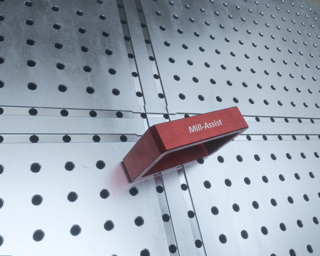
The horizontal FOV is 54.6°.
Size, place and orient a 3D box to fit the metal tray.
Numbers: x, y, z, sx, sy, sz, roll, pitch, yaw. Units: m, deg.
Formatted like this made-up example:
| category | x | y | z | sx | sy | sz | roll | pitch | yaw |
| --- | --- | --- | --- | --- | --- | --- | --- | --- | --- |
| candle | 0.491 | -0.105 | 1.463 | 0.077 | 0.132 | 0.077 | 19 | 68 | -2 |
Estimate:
| category | x | y | z | sx | sy | sz | roll | pitch | yaw |
| --- | --- | --- | --- | --- | --- | --- | --- | --- | --- |
| metal tray | 0.031 | 0.019 | 0.371 | 0.131 | 0.090 | 0.030 | -13 | 69 | -33 |
